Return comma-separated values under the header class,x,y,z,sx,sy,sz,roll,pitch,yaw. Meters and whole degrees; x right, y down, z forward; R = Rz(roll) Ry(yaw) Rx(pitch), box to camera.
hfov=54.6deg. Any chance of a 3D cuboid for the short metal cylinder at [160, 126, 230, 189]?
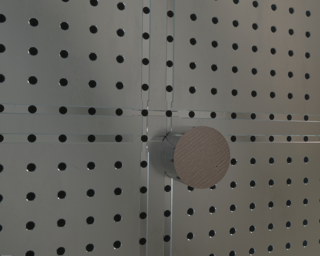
class,x,y,z,sx,sy,sz,roll,pitch,yaw
short metal cylinder,0.046,0.037,0.416,0.081,0.050,0.080,0,90,-20
